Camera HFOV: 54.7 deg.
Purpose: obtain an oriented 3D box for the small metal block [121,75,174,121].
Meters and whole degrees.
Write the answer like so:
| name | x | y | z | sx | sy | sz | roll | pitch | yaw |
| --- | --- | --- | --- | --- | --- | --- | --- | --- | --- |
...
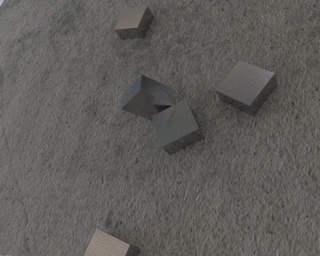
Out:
| name | x | y | z | sx | sy | sz | roll | pitch | yaw |
| --- | --- | --- | --- | --- | --- | --- | --- | --- | --- |
| small metal block | -0.016 | -0.038 | 0.408 | 0.050 | 0.050 | 0.025 | -36 | 43 | 46 |

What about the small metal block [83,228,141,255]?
| name | x | y | z | sx | sy | sz | roll | pitch | yaw |
| --- | --- | --- | --- | --- | --- | --- | --- | --- | --- |
| small metal block | -0.057 | 0.147 | 0.344 | 0.050 | 0.025 | 0.050 | 12 | 68 | 33 |

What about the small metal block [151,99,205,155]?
| name | x | y | z | sx | sy | sz | roll | pitch | yaw |
| --- | --- | --- | --- | --- | --- | --- | --- | --- | --- |
| small metal block | 0.022 | -0.001 | 0.393 | 0.050 | 0.025 | 0.050 | -27 | 52 | 11 |

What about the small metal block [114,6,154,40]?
| name | x | y | z | sx | sy | sz | roll | pitch | yaw |
| --- | --- | --- | --- | --- | --- | --- | --- | --- | --- |
| small metal block | -0.045 | -0.183 | 0.540 | 0.050 | 0.025 | 0.050 | 6 | 65 | 31 |

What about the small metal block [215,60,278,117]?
| name | x | y | z | sx | sy | sz | roll | pitch | yaw |
| --- | --- | --- | --- | --- | --- | --- | --- | --- | --- |
| small metal block | 0.106 | -0.049 | 0.378 | 0.050 | 0.025 | 0.050 | 33 | 80 | 38 |
